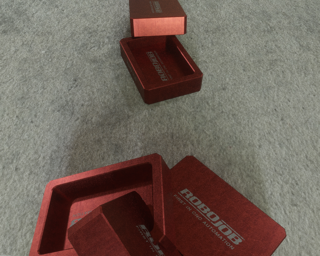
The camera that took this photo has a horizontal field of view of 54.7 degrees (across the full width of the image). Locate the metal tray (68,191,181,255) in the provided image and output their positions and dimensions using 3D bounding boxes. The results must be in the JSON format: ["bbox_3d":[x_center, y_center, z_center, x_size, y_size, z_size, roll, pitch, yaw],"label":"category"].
[{"bbox_3d":[-0.006,0.115,0.236,0.030,0.090,0.130,-38,79,7],"label":"metal tray"}]

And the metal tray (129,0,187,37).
[{"bbox_3d":[-0.008,-0.198,0.546,0.091,0.030,0.130,-4,35,-4],"label":"metal tray"}]

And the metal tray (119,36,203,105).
[{"bbox_3d":[-0.001,-0.100,0.483,0.091,0.030,0.130,-16,52,-14],"label":"metal tray"}]

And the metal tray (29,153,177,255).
[{"bbox_3d":[-0.054,0.082,0.297,0.130,0.030,0.090,-16,45,13],"label":"metal tray"}]

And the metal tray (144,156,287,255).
[{"bbox_3d":[0.047,0.098,0.318,0.091,0.030,0.130,-36,59,-27],"label":"metal tray"}]
